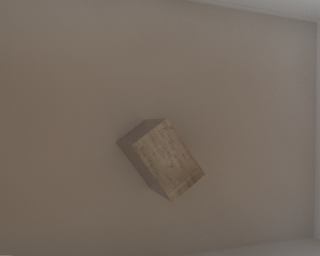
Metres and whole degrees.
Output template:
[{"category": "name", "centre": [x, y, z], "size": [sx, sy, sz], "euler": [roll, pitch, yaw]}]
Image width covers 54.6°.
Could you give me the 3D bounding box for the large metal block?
[{"category": "large metal block", "centre": [-0.003, 0.036, 0.380], "size": [0.050, 0.080, 0.080], "euler": [-38, 102, -16]}]
